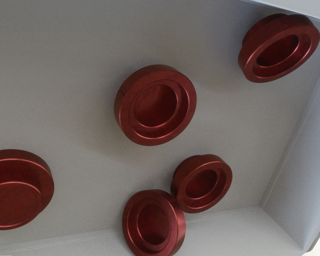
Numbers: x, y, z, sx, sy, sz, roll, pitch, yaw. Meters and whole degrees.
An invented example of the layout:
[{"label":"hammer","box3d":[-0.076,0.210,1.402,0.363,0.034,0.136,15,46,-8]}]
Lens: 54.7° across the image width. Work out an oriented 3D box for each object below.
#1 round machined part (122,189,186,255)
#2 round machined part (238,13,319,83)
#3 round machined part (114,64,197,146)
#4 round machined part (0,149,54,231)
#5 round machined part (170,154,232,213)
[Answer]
[{"label":"round machined part","box3d":[-0.004,0.138,0.449,0.042,0.098,0.098,10,115,-55]},{"label":"round machined part","box3d":[0.145,-0.105,0.395,0.099,0.042,0.098,-15,151,-8]},{"label":"round machined part","box3d":[-0.009,-0.030,0.374,0.099,0.042,0.097,-14,124,-21]},{"label":"round machined part","box3d":[-0.171,0.076,0.351,0.099,0.042,0.097,-14,124,-21]},{"label":"round machined part","box3d":[0.059,0.081,0.480,0.099,0.042,0.097,-14,124,-21]}]
